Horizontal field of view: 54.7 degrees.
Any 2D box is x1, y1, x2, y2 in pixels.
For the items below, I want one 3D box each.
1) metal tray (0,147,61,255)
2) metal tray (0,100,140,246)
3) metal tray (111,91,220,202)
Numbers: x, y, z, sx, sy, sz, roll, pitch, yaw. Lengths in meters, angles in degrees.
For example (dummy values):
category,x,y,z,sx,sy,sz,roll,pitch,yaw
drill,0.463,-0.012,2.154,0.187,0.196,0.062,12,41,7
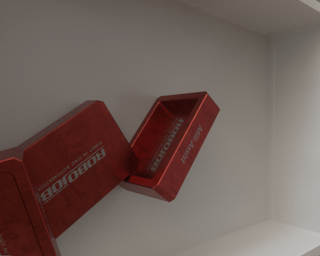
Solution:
category,x,y,z,sx,sy,sz,roll,pitch,yaw
metal tray,-0.141,0.090,0.256,0.091,0.030,0.129,-17,108,-17
metal tray,-0.094,0.041,0.318,0.131,0.030,0.090,-40,115,-27
metal tray,0.006,0.017,0.370,0.030,0.090,0.130,45,63,-31
